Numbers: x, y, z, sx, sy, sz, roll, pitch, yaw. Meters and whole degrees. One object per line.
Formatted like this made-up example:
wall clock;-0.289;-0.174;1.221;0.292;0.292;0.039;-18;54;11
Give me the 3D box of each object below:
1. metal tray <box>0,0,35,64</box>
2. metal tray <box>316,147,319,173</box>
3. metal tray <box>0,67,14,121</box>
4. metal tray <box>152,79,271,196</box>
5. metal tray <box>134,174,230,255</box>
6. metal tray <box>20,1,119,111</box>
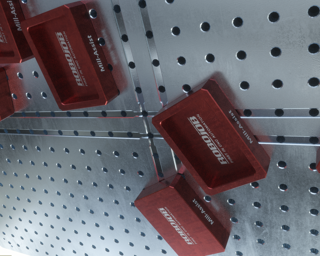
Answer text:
metal tray;-0.237;-0.158;0.436;0.090;0.030;0.129;4;121;26
metal tray;0.235;0.025;0.299;0.130;0.030;0.089;20;126;16
metal tray;-0.319;-0.071;0.533;0.130;0.030;0.089;17;125;18
metal tray;0.062;0.016;0.385;0.090;0.030;0.130;-30;102;38
metal tray;0.033;0.141;0.478;0.090;0.030;0.130;-32;101;38
metal tray;-0.120;-0.090;0.415;0.090;0.030;0.129;-5;116;30
